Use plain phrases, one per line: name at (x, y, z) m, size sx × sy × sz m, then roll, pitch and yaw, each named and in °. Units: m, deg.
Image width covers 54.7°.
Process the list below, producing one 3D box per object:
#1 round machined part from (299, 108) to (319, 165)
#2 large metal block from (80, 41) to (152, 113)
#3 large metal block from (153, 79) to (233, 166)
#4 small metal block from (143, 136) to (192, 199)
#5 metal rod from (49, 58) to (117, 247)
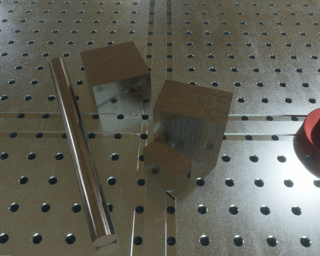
round machined part at (0.234, 0.007, 0.392) m, size 0.099 × 0.042 × 0.098 m, roll 0°, pitch 50°, yaw 0°
large metal block at (-0.065, -0.077, 0.455) m, size 0.081 × 0.050 × 0.080 m, roll -16°, pitch 52°, yaw -14°
large metal block at (0.038, -0.005, 0.377) m, size 0.080 × 0.080 × 0.050 m, roll 13°, pitch 51°, yaw 10°
small metal block at (0.008, 0.045, 0.353) m, size 0.050 × 0.050 × 0.025 m, roll 38°, pitch 60°, yaw 27°
metal rod at (-0.109, 0.006, 0.401) m, size 0.025 × 0.025 × 0.300 m, roll -16°, pitch 52°, yaw -13°
